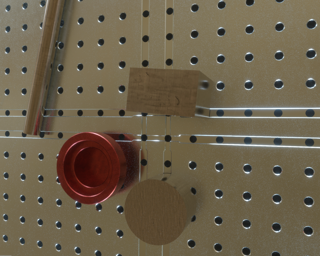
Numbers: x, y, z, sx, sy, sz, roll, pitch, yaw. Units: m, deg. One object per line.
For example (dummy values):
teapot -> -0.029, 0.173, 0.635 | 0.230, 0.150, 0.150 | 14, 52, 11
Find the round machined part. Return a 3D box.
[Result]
round machined part -> -0.091, 0.054, 0.434 | 0.098, 0.042, 0.097 | 0, 90, 19

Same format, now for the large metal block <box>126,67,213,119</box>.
large metal block -> 0.015, -0.040, 0.377 | 0.080, 0.080, 0.050 | 6, 92, 19

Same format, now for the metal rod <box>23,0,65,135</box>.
metal rod -> -0.168, -0.137, 0.470 | 0.025, 0.025, 0.298 | 13, 94, 19

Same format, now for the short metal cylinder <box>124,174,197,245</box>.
short metal cylinder -> 0.002, 0.102, 0.398 | 0.080, 0.050, 0.079 | 0, 90, 19
